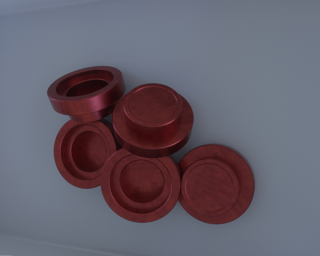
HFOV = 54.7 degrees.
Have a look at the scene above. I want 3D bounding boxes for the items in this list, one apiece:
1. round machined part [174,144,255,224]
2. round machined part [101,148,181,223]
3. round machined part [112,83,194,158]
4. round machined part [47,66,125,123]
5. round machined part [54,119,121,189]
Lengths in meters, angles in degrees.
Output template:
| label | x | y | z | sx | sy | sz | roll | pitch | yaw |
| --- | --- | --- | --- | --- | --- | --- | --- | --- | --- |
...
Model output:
| label | x | y | z | sx | sy | sz | roll | pitch | yaw |
| --- | --- | --- | --- | --- | --- | --- | --- | --- | --- |
| round machined part | 0.064 | 0.069 | 0.376 | 0.098 | 0.042 | 0.097 | 0 | 90 | 19 |
| round machined part | -0.021 | 0.066 | 0.394 | 0.099 | 0.042 | 0.097 | 1 | 96 | 6 |
| round machined part | -0.008 | -0.016 | 0.373 | 0.099 | 0.042 | 0.098 | 1 | 53 | -1 |
| round machined part | -0.094 | -0.043 | 0.413 | 0.098 | 0.098 | 0.042 | 3 | 126 | 19 |
| round machined part | -0.094 | 0.032 | 0.431 | 0.098 | 0.042 | 0.097 | 0 | 90 | 19 |
